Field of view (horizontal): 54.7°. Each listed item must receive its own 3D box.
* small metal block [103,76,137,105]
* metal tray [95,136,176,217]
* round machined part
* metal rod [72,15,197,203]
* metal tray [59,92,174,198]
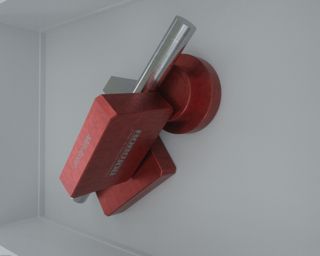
[{"bbox_3d":[-0.041,-0.042,0.420,0.025,0.050,0.050,-52,60,27],"label":"small metal block"},{"bbox_3d":[-0.047,0.056,0.438,0.129,0.030,0.090,-42,65,31],"label":"metal tray"},{"bbox_3d":[0.020,-0.041,0.375,0.098,0.042,0.097,0,90,39],"label":"round machined part"},{"bbox_3d":[-0.048,-0.002,0.391,0.025,0.025,0.298,52,124,27],"label":"metal rod"},{"bbox_3d":[-0.050,0.019,0.353,0.030,0.091,0.129,49,125,25],"label":"metal tray"}]
